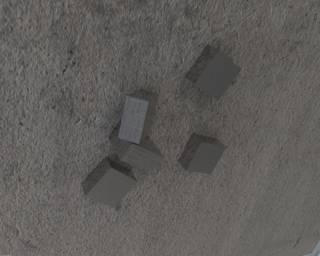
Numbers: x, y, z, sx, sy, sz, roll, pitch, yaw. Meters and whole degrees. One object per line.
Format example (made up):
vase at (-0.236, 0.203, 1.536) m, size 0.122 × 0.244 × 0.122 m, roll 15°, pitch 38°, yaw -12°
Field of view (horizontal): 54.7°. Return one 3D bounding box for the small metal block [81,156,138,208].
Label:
small metal block at (-0.068, 0.073, 0.415) m, size 0.050 × 0.025 × 0.050 m, roll -48°, pitch 129°, yaw 5°

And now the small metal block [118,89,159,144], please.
small metal block at (-0.024, -0.015, 0.362) m, size 0.025 × 0.050 × 0.050 m, roll 16°, pitch 108°, yaw 8°

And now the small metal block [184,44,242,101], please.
small metal block at (0.069, -0.071, 0.401) m, size 0.050 × 0.025 × 0.050 m, roll 27°, pitch 103°, yaw -38°

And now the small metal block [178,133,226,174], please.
small metal block at (0.063, 0.040, 0.466) m, size 0.050 × 0.025 × 0.050 m, roll 12°, pitch 112°, yaw -34°

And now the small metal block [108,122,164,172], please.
small metal block at (-0.031, 0.023, 0.388) m, size 0.050 × 0.050 × 0.025 m, roll 26°, pitch 106°, yaw -37°
